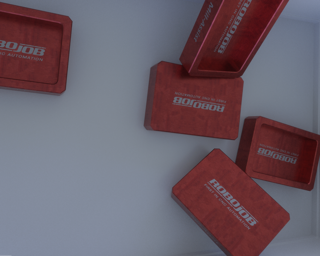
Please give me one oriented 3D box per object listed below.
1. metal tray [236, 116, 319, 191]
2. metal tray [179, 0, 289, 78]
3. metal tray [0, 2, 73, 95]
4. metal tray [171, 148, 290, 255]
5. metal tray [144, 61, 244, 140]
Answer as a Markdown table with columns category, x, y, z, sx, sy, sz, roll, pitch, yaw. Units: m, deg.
| category | x | y | z | sx | sy | sz | roll | pitch | yaw |
| --- | --- | --- | --- | --- | --- | --- | --- | --- | --- |
| metal tray | 0.185 | 0.040 | 0.478 | 0.131 | 0.030 | 0.090 | 15 | 85 | -20 |
| metal tray | 0.089 | -0.122 | 0.376 | 0.091 | 0.129 | 0.030 | -3 | 48 | -30 |
| metal tray | -0.170 | -0.089 | 0.344 | 0.131 | 0.030 | 0.089 | 6 | 88 | -20 |
| metal tray | 0.090 | 0.102 | 0.409 | 0.090 | 0.030 | 0.130 | -40 | 73 | -17 |
| metal tray | 0.049 | -0.034 | 0.427 | 0.131 | 0.030 | 0.089 | 7 | 88 | -20 |
